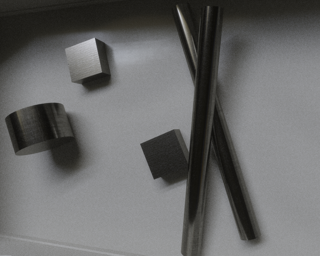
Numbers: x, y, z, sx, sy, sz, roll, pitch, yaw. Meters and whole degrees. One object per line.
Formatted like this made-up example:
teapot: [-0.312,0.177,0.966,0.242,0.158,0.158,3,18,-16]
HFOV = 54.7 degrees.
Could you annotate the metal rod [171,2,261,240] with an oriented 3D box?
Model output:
metal rod: [0.068,-0.013,0.386,0.025,0.025,0.298,-18,84,19]

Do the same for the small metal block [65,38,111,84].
small metal block: [-0.104,-0.095,0.446,0.050,0.025,0.050,-14,85,19]

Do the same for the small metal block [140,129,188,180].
small metal block: [0.009,0.034,0.407,0.050,0.025,0.050,-24,82,18]

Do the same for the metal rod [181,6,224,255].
metal rod: [0.049,0.013,0.370,0.025,0.025,0.298,7,101,19]

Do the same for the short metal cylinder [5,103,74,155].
short metal cylinder: [-0.169,0.002,0.439,0.080,0.080,0.050,-22,83,18]
